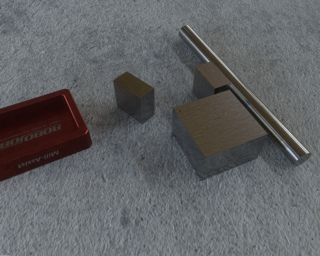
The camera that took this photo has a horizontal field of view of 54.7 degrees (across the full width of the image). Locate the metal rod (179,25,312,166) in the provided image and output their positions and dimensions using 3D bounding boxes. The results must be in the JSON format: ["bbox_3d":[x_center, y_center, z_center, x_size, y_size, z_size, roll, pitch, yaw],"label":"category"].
[{"bbox_3d":[0.108,-0.066,0.459,0.025,0.025,0.300,-20,53,-16],"label":"metal rod"}]

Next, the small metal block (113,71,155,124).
[{"bbox_3d":[-0.034,-0.041,0.421,0.050,0.050,0.025,34,58,25],"label":"small metal block"}]

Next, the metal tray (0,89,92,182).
[{"bbox_3d":[-0.164,0.006,0.392,0.131,0.030,0.090,-21,53,-17],"label":"metal tray"}]

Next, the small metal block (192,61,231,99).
[{"bbox_3d":[0.071,-0.056,0.435,0.025,0.050,0.050,-20,53,-17],"label":"small metal block"}]

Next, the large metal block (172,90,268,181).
[{"bbox_3d":[0.069,0.007,0.382,0.081,0.050,0.080,-19,53,-16],"label":"large metal block"}]
